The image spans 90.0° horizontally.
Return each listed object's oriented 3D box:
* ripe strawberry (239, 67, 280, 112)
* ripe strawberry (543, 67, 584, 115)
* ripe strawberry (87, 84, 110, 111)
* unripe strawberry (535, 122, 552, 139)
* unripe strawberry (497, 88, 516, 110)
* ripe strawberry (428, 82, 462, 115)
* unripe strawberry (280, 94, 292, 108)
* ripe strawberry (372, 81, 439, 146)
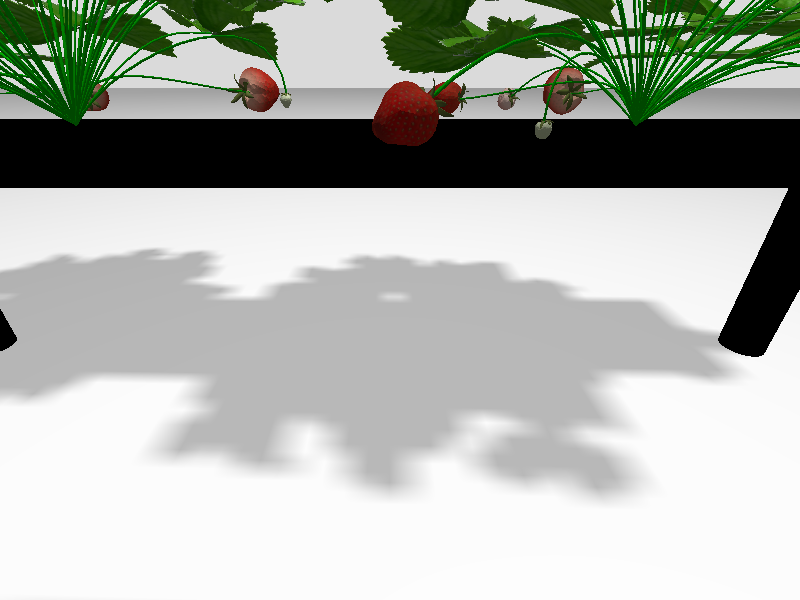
[{"bbox_3d":[-0.155,-0.236,0.450,0.042,0.044,0.046,18,33,29],"label":"ripe strawberry"},{"bbox_3d":[0.173,-0.224,0.430,0.042,0.045,0.045,-3,29,-6],"label":"ripe strawberry"},{"bbox_3d":[-0.332,-0.219,0.429,0.035,0.030,0.035,-15,32,-25],"label":"ripe strawberry"},{"bbox_3d":[0.086,-0.102,0.241,0.010,0.010,0.011,-23,37,-35],"label":"unripe strawberry"},{"bbox_3d":[0.120,-0.226,0.451,0.020,0.022,0.021,-13,14,-21],"label":"unripe strawberry"},{"bbox_3d":[0.042,-0.195,0.387,0.034,0.029,0.034,15,32,26],"label":"ripe strawberry"},{"bbox_3d":[-0.103,-0.181,0.363,0.010,0.011,0.011,-10,31,-17],"label":"unripe strawberry"},{"bbox_3d":[0.001,-0.095,0.209,0.035,0.030,0.035,-35,40,-16],"label":"ripe strawberry"}]
